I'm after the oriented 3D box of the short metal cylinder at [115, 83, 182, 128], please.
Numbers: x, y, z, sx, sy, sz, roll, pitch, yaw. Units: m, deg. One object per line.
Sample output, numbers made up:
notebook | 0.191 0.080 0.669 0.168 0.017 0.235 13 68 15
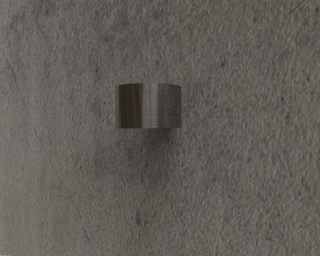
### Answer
short metal cylinder | -0.014 -0.025 0.379 0.080 0.081 0.050 0 90 39
